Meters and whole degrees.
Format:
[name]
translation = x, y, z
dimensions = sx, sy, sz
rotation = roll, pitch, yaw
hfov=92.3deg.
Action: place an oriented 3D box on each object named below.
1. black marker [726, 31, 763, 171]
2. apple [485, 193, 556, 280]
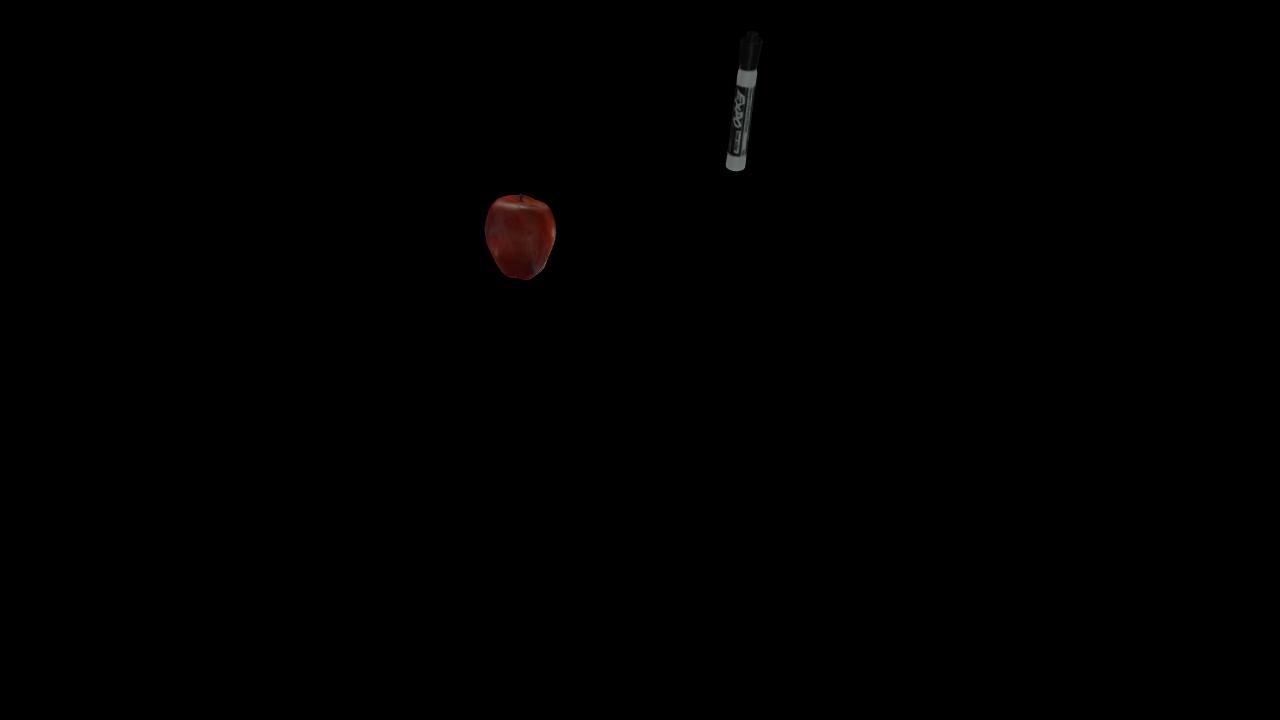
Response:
[black marker]
translation = 0.093, -0.229, 0.553
dimensions = 0.020, 0.020, 0.121
rotation = 0, -44, 0
[apple]
translation = -0.132, -0.137, 0.675
dimensions = 0.079, 0.093, 0.079
rotation = 5, 28, -3
